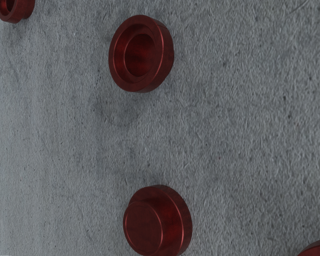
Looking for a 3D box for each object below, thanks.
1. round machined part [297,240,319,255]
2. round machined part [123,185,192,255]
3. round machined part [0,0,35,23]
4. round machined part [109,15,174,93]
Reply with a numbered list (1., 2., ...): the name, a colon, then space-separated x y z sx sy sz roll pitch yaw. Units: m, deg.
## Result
1. round machined part: 0.162 0.142 0.260 0.098 0.042 0.097 0 90 40
2. round machined part: -0.010 0.126 0.402 0.098 0.042 0.097 0 90 40
3. round machined part: -0.293 -0.264 0.637 0.098 0.042 0.097 0 90 40
4. round machined part: -0.020 -0.095 0.411 0.098 0.042 0.097 0 90 40
